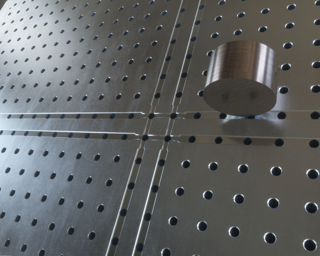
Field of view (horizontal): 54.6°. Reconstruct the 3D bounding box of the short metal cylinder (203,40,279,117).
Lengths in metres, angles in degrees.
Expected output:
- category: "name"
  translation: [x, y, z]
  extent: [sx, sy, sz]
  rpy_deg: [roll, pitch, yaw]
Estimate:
- category: "short metal cylinder"
  translation: [0.094, -0.054, 0.358]
  extent: [0.080, 0.080, 0.050]
  rpy_deg: [0, 62, 28]
